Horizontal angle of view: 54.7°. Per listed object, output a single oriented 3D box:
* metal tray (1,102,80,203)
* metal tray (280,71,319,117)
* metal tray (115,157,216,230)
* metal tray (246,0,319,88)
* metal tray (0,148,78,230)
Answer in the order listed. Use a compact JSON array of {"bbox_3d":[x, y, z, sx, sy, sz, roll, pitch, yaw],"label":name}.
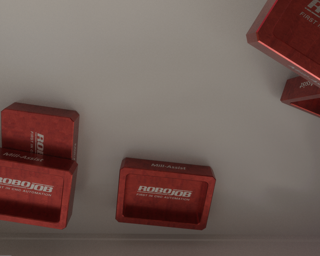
[{"bbox_3d":[-0.162,0.036,0.420,0.091,0.030,0.129,8,110,-3],"label":"metal tray"},{"bbox_3d":[0.209,-0.034,0.343,0.090,0.130,0.030,20,87,-8],"label":"metal tray"},{"bbox_3d":[0.006,0.095,0.443,0.131,0.030,0.089,7,110,-3],"label":"metal tray"},{"bbox_3d":[0.149,-0.077,0.247,0.130,0.030,0.090,30,101,-7],"label":"metal tray"},{"bbox_3d":[-0.180,0.077,0.402,0.131,0.030,0.089,11,110,-4],"label":"metal tray"}]
